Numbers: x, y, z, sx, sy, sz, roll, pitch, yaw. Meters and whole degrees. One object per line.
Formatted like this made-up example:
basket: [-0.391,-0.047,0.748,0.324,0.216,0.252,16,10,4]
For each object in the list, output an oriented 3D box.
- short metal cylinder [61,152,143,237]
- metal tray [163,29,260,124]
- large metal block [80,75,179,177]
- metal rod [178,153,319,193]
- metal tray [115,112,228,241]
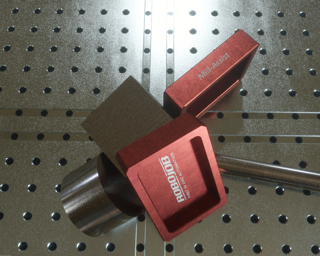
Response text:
short metal cylinder: [-0.063,0.073,0.348,0.050,0.080,0.080,-32,72,15]
metal tray: [0.062,-0.056,0.398,0.130,0.090,0.030,-40,75,-13]
large metal block: [-0.029,0.000,0.361,0.080,0.050,0.080,-44,77,5]
metal rod: [0.152,0.060,0.390,0.302,0.025,0.025,10,70,3]
metal tray: [0.019,0.058,0.338,0.090,0.129,0.030,-30,38,-10]
